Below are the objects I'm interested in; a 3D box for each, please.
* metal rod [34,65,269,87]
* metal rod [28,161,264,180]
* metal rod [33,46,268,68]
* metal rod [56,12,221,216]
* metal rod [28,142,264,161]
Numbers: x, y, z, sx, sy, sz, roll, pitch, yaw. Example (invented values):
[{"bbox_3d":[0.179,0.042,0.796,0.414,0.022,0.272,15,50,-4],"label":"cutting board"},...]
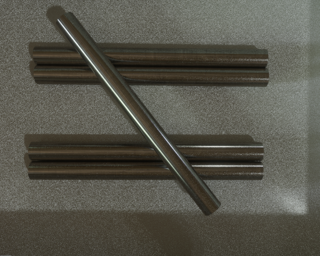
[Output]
[{"bbox_3d":[-0.011,-0.069,0.409,0.302,0.025,0.025,1,90,0],"label":"metal rod"},{"bbox_3d":[-0.018,0.056,0.409,0.302,0.025,0.025,0,90,0],"label":"metal rod"},{"bbox_3d":[-0.012,-0.093,0.409,0.302,0.025,0.025,1,90,0],"label":"metal rod"},{"bbox_3d":[-0.026,-0.017,0.385,0.025,0.025,0.300,-38,90,0],"label":"metal rod"},{"bbox_3d":[-0.017,0.031,0.409,0.302,0.025,0.025,0,90,0],"label":"metal rod"}]
